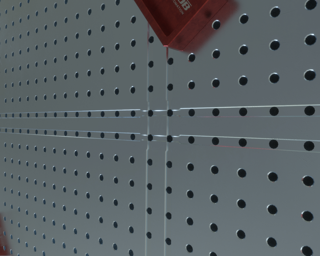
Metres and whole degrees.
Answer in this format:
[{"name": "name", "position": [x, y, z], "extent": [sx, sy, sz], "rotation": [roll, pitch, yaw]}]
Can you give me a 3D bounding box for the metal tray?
[{"name": "metal tray", "position": [0.014, -0.176, 0.394], "extent": [0.090, 0.030, 0.130], "rotation": [-43, 64, 31]}]
